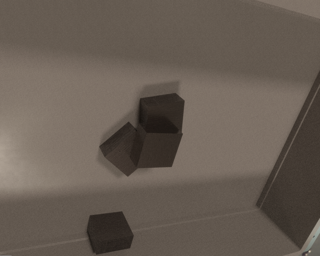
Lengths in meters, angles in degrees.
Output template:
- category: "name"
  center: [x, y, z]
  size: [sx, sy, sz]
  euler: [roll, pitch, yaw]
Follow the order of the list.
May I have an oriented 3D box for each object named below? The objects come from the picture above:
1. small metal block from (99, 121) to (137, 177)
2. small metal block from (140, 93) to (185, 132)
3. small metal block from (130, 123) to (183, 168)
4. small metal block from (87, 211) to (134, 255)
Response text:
- category: "small metal block"
  center: [-0.041, 0.028, 0.405]
  size: [0.050, 0.025, 0.050]
  euler: [-41, 130, -1]
- category: "small metal block"
  center: [0.002, -0.015, 0.402]
  size: [0.050, 0.025, 0.050]
  euler: [-11, 123, -23]
- category: "small metal block"
  center: [-0.005, 0.022, 0.389]
  size: [0.050, 0.025, 0.050]
  euler: [2, 118, -30]
- category: "small metal block"
  center: [-0.072, 0.150, 0.447]
  size: [0.050, 0.050, 0.025]
  euler: [1, 118, -29]
